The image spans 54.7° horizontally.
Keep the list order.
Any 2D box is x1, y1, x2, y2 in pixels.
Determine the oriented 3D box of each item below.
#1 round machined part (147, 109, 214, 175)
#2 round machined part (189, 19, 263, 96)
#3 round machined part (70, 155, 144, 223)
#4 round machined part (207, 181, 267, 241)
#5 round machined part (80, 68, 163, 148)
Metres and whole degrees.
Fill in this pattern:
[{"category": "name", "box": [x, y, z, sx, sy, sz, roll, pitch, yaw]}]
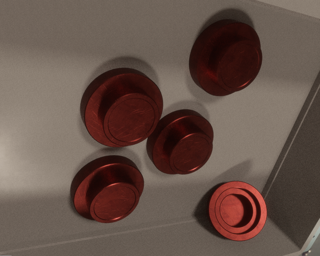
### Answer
[{"category": "round machined part", "box": [0.034, 0.026, 0.435, 0.099, 0.042, 0.097, -14, 125, -21]}, {"category": "round machined part", "box": [0.090, -0.085, 0.397, 0.099, 0.042, 0.097, -14, 124, -21]}, {"category": "round machined part", "box": [-0.067, 0.089, 0.418, 0.099, 0.042, 0.097, -14, 125, -21]}, {"category": "round machined part", "box": [0.130, 0.142, 0.536, 0.098, 0.098, 0.042, -31, 168, -9]}, {"category": "round machined part", "box": [-0.040, -0.018, 0.366, 0.099, 0.042, 0.097, -14, 125, -21]}]
